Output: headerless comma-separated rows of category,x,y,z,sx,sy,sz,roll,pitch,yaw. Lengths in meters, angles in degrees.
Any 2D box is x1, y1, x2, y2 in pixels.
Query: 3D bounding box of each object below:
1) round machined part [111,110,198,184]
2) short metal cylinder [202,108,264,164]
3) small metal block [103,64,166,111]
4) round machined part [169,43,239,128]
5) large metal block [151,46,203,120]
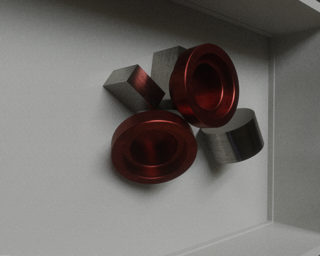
round machined part,-0.008,0.018,0.368,0.098,0.098,0.042,42,21,-33
short metal cylinder,0.109,0.010,0.465,0.080,0.080,0.050,-36,113,-34
small metal block,-0.031,-0.045,0.366,0.050,0.050,0.025,43,64,-32
round machined part,0.049,-0.048,0.372,0.099,0.042,0.097,2,87,-41
large metal block,0.033,-0.056,0.420,0.081,0.050,0.080,11,83,-40
